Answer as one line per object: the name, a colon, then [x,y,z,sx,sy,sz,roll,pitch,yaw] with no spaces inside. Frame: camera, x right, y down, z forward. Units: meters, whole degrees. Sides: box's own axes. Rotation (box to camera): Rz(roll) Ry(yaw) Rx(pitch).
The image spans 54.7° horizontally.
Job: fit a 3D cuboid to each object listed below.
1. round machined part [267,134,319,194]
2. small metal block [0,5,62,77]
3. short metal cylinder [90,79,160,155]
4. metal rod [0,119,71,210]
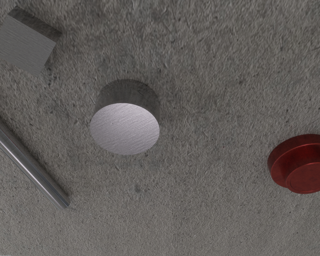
round machined part: [0.211,0.059,0.448,0.099,0.042,0.097,0,130,0]
small metal block: [-0.141,-0.091,0.329,0.050,0.025,0.050,29,124,-23]
short metal cylinder: [-0.041,-0.013,0.379,0.081,0.050,0.079,0,130,0]
metal rod: [-0.208,0.018,0.420,0.025,0.025,0.299,-15,129,12]
